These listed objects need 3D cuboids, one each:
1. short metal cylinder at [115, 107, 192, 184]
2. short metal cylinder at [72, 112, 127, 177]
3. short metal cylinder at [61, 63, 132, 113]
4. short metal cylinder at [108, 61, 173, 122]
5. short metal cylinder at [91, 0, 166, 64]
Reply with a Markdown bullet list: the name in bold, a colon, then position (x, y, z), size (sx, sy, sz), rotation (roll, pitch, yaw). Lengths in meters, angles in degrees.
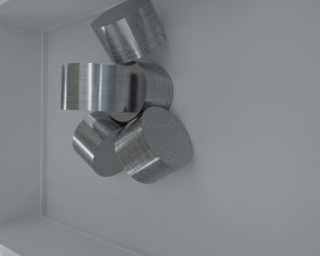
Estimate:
- **short metal cylinder**: position (-0.007, 0.021, 0.375), size (0.050, 0.081, 0.080), rotation (-36, 68, 35)
- **short metal cylinder**: position (-0.072, 0.020, 0.428), size (0.050, 0.081, 0.079), rotation (36, 112, 34)
- **short metal cylinder**: position (-0.074, -0.045, 0.364), size (0.080, 0.081, 0.050), rotation (4, 93, 40)
- **short metal cylinder**: position (-0.030, -0.048, 0.412), size (0.080, 0.050, 0.080), rotation (0, 90, 40)
- **short metal cylinder**: position (-0.039, -0.125, 0.393), size (0.080, 0.080, 0.050), rotation (5, 136, 40)
